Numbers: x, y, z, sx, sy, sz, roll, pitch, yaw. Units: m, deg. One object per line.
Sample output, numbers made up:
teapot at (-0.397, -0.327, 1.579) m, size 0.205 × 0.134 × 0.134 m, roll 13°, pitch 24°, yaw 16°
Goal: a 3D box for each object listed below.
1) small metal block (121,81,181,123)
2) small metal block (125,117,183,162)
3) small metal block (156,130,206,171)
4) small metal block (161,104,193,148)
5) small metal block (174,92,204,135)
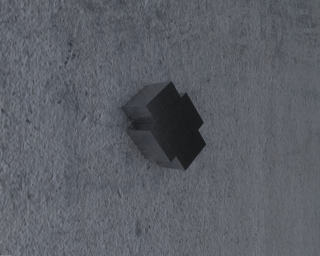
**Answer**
small metal block at (-0.011, -0.031, 0.382) m, size 0.050 × 0.050 × 0.025 m, roll -47°, pitch 119°, yaw -30°
small metal block at (-0.008, 0.014, 0.384) m, size 0.025 × 0.050 × 0.050 m, roll -48°, pitch 119°, yaw -30°
small metal block at (0.024, 0.028, 0.412) m, size 0.050 × 0.050 × 0.025 m, roll -47°, pitch 119°, yaw -30°
small metal block at (0.007, -0.002, 0.397) m, size 0.025 × 0.050 × 0.050 m, roll -48°, pitch 119°, yaw -30°
small metal block at (0.022, -0.018, 0.410) m, size 0.025 × 0.050 × 0.050 m, roll -49°, pitch 119°, yaw -29°
